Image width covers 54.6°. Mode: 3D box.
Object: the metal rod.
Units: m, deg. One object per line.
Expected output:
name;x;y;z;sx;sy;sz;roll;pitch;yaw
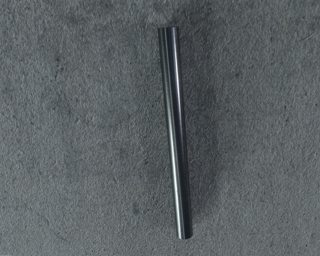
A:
metal rod;0.023;0.021;0.417;0.025;0.025;0.298;-5;110;2
